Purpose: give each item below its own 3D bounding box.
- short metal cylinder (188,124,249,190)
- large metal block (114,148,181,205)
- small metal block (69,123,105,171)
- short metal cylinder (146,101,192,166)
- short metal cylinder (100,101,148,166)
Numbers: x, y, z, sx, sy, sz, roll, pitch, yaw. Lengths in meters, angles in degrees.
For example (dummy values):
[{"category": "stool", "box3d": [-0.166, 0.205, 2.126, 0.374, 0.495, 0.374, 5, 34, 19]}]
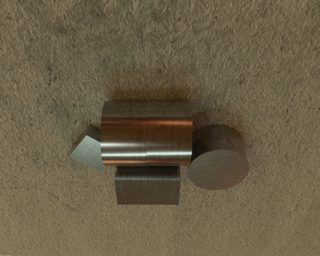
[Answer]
[{"category": "short metal cylinder", "box3d": [0.077, 0.041, 0.427, 0.081, 0.050, 0.079, 0, 130, 0]}, {"category": "large metal block", "box3d": [-0.015, 0.056, 0.421, 0.081, 0.080, 0.050, 1, 130, -1]}, {"category": "small metal block", "box3d": [-0.090, 0.028, 0.432, 0.050, 0.025, 0.050, 30, 124, -24]}, {"category": "short metal cylinder", "box3d": [0.010, 0.006, 0.379, 0.050, 0.080, 0.079, 1, 130, -1]}, {"category": "short metal cylinder", "box3d": [-0.040, 0.007, 0.379, 0.050, 0.080, 0.079, 1, 130, -1]}]
